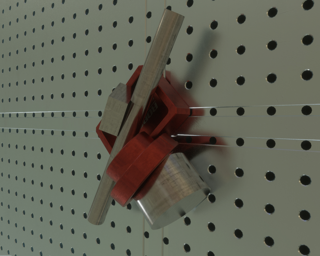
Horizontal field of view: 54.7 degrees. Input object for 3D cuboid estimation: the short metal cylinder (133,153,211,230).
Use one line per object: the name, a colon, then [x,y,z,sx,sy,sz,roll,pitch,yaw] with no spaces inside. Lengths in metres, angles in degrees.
short metal cylinder: [0.011,0.074,0.361,0.080,0.081,0.050,-51,61,28]

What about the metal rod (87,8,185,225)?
metal rod: [-0.038,-0.001,0.399,0.025,0.025,0.298,35,111,34]

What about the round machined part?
round machined part: [-0.025,0.042,0.367,0.042,0.098,0.097,41,116,8]

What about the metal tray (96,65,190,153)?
metal tray: [-0.029,-0.009,0.427,0.129,0.030,0.090,-50,61,28]

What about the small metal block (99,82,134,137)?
small metal block: [-0.054,-0.025,0.407,0.025,0.050,0.050,22,119,-1]
